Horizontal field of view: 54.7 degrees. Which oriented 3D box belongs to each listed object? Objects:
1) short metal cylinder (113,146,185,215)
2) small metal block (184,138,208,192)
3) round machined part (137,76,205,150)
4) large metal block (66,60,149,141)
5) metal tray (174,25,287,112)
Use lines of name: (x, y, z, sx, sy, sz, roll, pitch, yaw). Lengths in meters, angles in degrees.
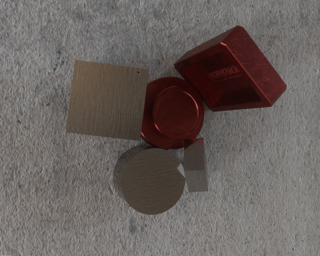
short metal cylinder: (-0.015, 0.064, 0.393, 0.081, 0.050, 0.079, 0, 90, -21)
small metal block: (0.047, 0.049, 0.404, 0.025, 0.050, 0.050, -5, 137, 10)
round machined part: (0.016, -0.020, 0.409, 0.099, 0.042, 0.097, 0, 90, -21)
large metal block: (-0.058, -0.029, 0.363, 0.081, 0.050, 0.080, 7, 88, -3)
metal tray: (0.079, -0.065, 0.384, 0.030, 0.130, 0.090, -46, 105, -14)
